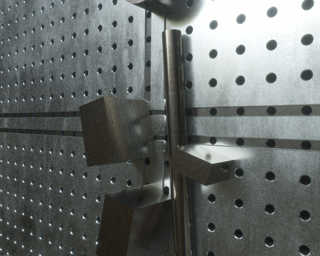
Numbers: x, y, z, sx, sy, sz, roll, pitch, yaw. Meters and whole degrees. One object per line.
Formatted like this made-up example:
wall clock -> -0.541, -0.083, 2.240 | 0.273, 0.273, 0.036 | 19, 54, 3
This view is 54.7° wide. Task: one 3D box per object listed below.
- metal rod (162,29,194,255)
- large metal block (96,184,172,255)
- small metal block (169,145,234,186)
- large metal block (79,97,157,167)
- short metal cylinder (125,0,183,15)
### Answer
metal rod -> 0.023, 0.027, 0.388 | 0.025, 0.025, 0.298 | -5, 87, 39
large metal block -> -0.028, 0.124, 0.395 | 0.050, 0.081, 0.079 | 17, 101, 38
small metal block -> 0.048, 0.041, 0.352 | 0.050, 0.050, 0.025 | 23, 104, 37
large metal block -> -0.055, 0.006, 0.417 | 0.050, 0.081, 0.080 | -16, 80, 39
short metal cylinder -> -0.008, -0.193, 0.398 | 0.080, 0.050, 0.079 | 0, 90, 39
